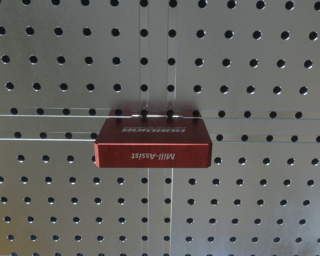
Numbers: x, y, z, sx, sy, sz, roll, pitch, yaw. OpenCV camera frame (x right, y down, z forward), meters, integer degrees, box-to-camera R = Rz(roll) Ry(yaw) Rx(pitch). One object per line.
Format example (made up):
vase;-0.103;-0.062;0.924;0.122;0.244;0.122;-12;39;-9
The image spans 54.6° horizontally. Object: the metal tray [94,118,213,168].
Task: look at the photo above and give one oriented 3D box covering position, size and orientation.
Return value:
metal tray;-0.007;0.016;0.384;0.131;0.090;0.030;0;110;0
